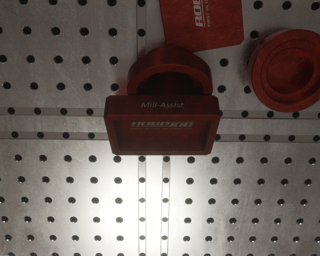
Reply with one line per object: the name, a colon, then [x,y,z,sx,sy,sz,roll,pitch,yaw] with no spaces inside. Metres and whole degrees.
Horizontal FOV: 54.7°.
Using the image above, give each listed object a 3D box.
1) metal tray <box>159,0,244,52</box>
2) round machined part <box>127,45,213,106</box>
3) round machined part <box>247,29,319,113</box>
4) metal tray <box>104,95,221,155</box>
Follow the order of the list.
metal tray: [0.043,-0.156,0.354,0.091,0.030,0.129,-9,110,3]
round machined part: [0.011,-0.059,0.366,0.099,0.042,0.098,0,151,0]
round machined part: [0.156,-0.071,0.380,0.099,0.042,0.097,0,110,-1]
metal tray: [0.002,-0.001,0.386,0.131,0.030,0.090,0,145,-1]
